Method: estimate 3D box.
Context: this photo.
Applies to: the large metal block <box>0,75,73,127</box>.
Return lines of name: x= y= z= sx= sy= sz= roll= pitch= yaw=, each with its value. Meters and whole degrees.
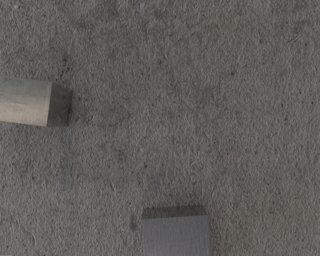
large metal block: x=-0.162 y=-0.031 z=0.381 sx=0.080 sy=0.080 sz=0.050 roll=7 pitch=90 yaw=0

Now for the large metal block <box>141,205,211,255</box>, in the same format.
large metal block: x=0.020 y=0.147 z=0.398 sx=0.080 sy=0.050 sz=0.080 roll=-4 pitch=90 yaw=0
